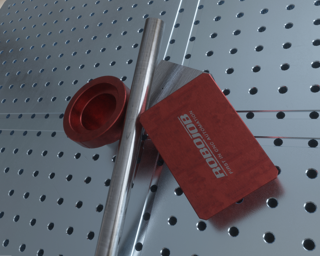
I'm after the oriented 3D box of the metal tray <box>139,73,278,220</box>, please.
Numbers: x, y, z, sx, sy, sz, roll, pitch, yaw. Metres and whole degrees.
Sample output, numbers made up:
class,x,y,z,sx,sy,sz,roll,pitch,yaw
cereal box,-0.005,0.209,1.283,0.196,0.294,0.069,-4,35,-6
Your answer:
class,x,y,z,sx,sy,sz,roll,pitch,yaw
metal tray,0.049,0.018,0.331,0.090,0.030,0.130,-34,76,6

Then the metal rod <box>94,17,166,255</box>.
class,x,y,z,sx,sy,sz,roll,pitch,yaw
metal rod,-0.034,0.015,0.362,0.025,0.025,0.299,6,80,31

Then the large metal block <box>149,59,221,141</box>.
class,x,y,z,sx,sy,sz,roll,pitch,yaw
large metal block,0.020,-0.033,0.398,0.080,0.050,0.080,25,75,36

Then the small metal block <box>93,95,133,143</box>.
class,x,y,z,sx,sy,sz,roll,pitch,yaw
small metal block,-0.069,-0.013,0.449,0.050,0.025,0.050,-20,54,16

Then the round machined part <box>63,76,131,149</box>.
class,x,y,z,sx,sy,sz,roll,pitch,yaw
round machined part,-0.075,-0.017,0.407,0.098,0.042,0.098,-15,55,23
